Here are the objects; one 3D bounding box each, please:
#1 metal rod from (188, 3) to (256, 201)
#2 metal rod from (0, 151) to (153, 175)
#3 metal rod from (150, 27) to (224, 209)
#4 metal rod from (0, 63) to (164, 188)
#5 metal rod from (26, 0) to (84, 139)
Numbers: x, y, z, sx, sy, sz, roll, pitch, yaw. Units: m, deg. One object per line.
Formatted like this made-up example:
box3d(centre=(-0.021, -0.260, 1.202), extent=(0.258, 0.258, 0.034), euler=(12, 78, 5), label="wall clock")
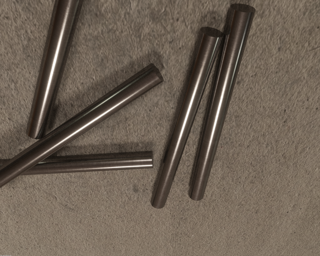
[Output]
box3d(centre=(0.070, -0.006, 0.403), extent=(0.025, 0.025, 0.298), euler=(3, 130, -3), label="metal rod")
box3d(centre=(-0.161, 0.054, 0.450), extent=(0.302, 0.025, 0.025), euler=(-3, 130, 2), label="metal rod")
box3d(centre=(0.025, 0.011, 0.417), extent=(0.025, 0.025, 0.298), euler=(8, 130, -8), label="metal rod")
box3d(centre=(-0.126, 0.011, 0.396), extent=(0.300, 0.025, 0.025), euler=(-31, 124, 16), label="metal rod")
box3d(centre=(-0.103, -0.098, 0.321), extent=(0.025, 0.025, 0.298), euler=(19, 128, -16), label="metal rod")
